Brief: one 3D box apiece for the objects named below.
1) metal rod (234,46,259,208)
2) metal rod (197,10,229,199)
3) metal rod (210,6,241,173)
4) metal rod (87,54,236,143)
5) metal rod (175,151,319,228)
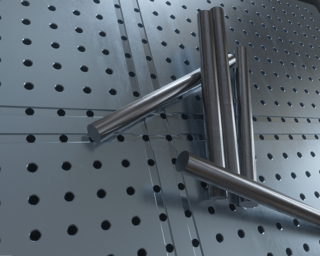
[{"bbox_3d":[0.134,-0.021,0.495,0.025,0.025,0.300,20,54,-17],"label":"metal rod"},{"bbox_3d":[0.074,-0.048,0.454,0.025,0.025,0.299,10,65,-23],"label":"metal rod"},{"bbox_3d":[0.097,-0.062,0.475,0.025,0.025,0.299,10,65,-23],"label":"metal rod"},{"bbox_3d":[0.023,-0.056,0.456,0.302,0.025,0.025,-32,80,-38],"label":"metal rod"},{"bbox_3d":[0.149,0.093,0.404,0.302,0.025,0.025,25,52,-25],"label":"metal rod"}]
